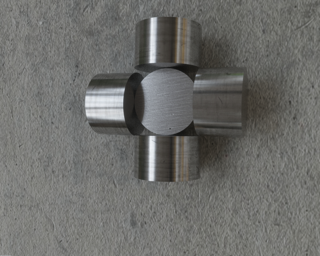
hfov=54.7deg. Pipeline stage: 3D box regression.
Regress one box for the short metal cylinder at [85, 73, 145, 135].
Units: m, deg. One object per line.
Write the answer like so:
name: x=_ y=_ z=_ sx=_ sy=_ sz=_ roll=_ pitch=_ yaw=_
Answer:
short metal cylinder: x=-0.052 y=-0.031 z=0.399 sx=0.050 sy=0.080 sz=0.079 roll=2 pitch=91 yaw=20

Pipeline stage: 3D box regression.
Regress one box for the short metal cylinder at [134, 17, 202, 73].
short metal cylinder: x=0.010 y=-0.097 z=0.376 sx=0.080 sy=0.080 sz=0.050 roll=2 pitch=91 yaw=19

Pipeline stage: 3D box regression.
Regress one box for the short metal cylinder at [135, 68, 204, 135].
short metal cylinder: x=0.015 y=-0.031 z=0.391 sx=0.080 sy=0.050 sz=0.079 roll=0 pitch=90 yaw=19

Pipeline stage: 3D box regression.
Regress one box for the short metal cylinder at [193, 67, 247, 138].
short metal cylinder: x=0.072 y=-0.029 z=0.355 sx=0.050 sy=0.080 sz=0.079 roll=2 pitch=91 yaw=20

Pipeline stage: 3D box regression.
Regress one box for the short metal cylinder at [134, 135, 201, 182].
short metal cylinder: x=0.009 y=0.034 z=0.377 sx=0.080 sy=0.080 sz=0.050 roll=1 pitch=90 yaw=19
